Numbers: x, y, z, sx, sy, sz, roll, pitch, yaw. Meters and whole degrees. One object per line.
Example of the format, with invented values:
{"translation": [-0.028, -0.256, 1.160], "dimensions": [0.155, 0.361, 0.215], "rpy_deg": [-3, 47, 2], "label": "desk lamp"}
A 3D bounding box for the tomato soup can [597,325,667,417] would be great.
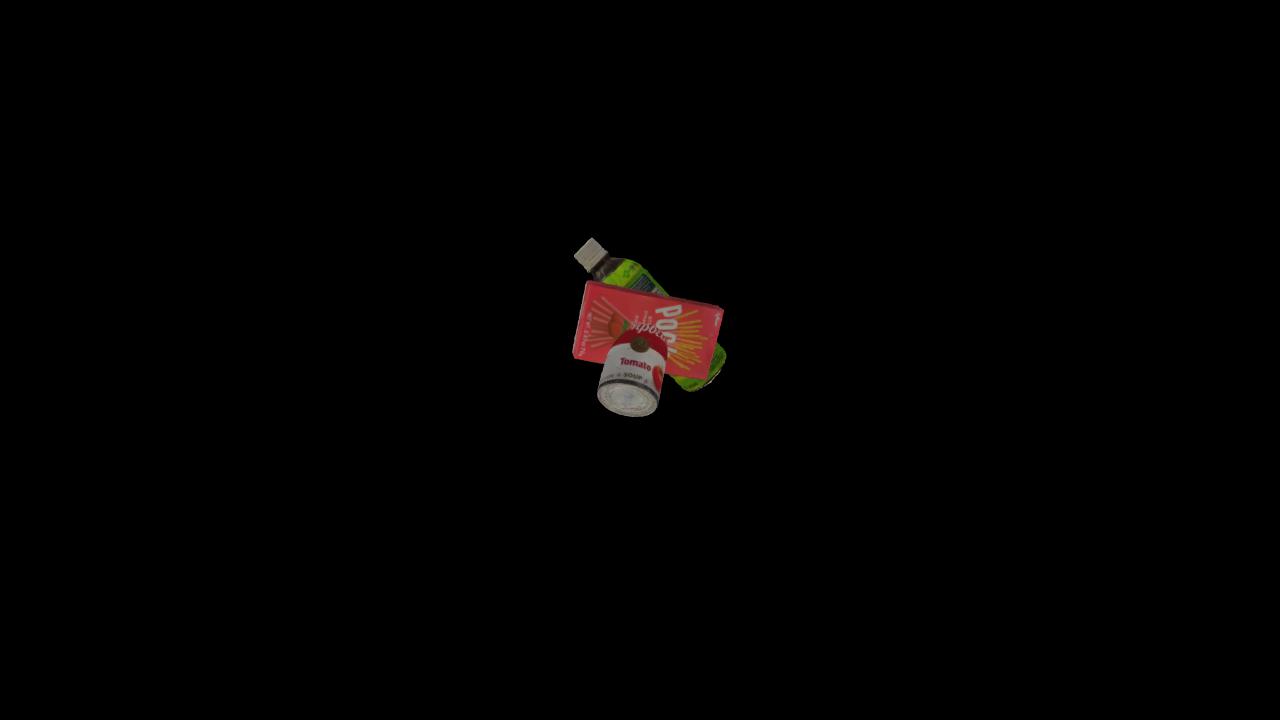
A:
{"translation": [-0.005, 0.003, 0.669], "dimensions": [0.068, 0.101, 0.068], "rpy_deg": [9, -34, 6], "label": "tomato soup can"}

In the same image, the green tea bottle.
{"translation": [0.009, -0.056, 0.715], "dimensions": [0.073, 0.212, 0.073], "rpy_deg": [-41, 13, 12], "label": "green tea bottle"}

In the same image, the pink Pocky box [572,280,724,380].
{"translation": [0.009, -0.031, 0.675], "dimensions": [0.155, 0.084, 0.029], "rpy_deg": [10, 13, -13], "label": "pink Pocky box"}
